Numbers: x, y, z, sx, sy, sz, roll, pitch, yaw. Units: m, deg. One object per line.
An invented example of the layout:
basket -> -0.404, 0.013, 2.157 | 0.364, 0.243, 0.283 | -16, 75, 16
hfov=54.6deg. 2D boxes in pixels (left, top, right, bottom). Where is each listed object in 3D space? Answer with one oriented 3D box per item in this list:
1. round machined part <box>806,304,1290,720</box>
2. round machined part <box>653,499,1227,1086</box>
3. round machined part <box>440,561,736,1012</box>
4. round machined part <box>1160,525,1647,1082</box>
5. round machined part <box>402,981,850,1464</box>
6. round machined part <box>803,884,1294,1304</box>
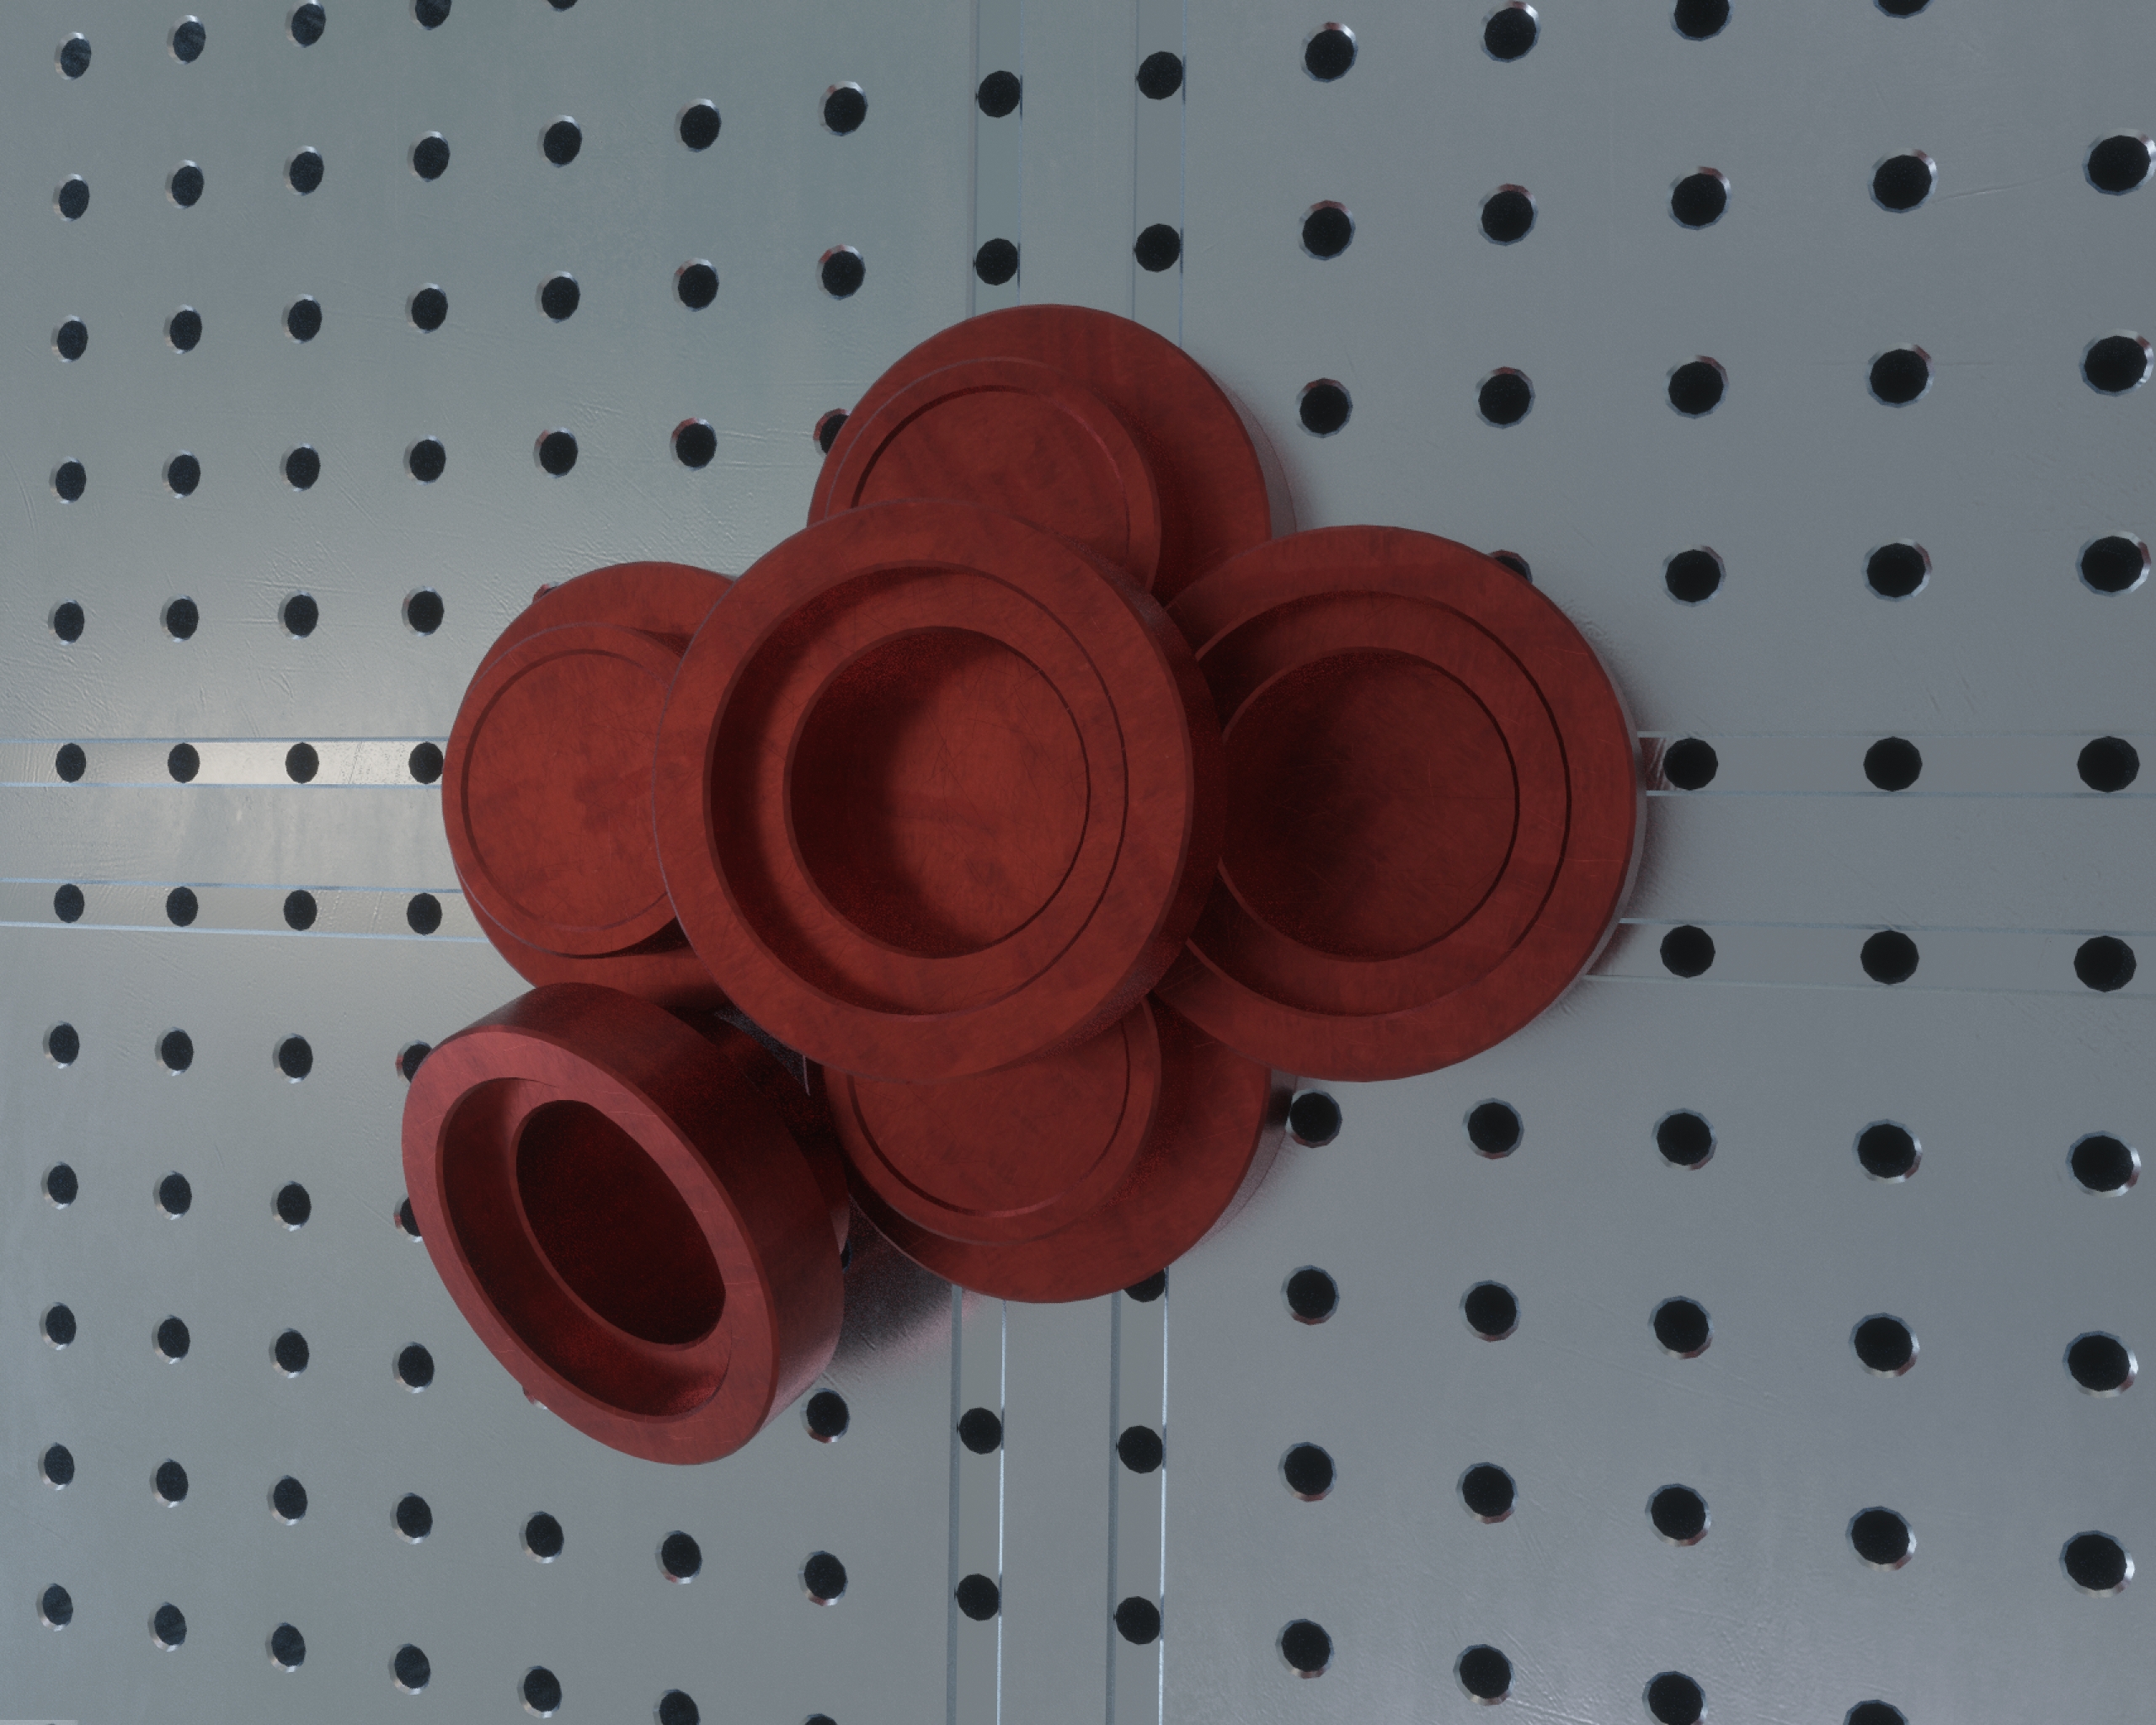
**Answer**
round machined part -> -0.010, -0.060, 0.408 | 0.098, 0.042, 0.097 | 0, 90, 20
round machined part -> -0.021, -0.012, 0.366 | 0.098, 0.042, 0.097 | 0, 90, 20
round machined part -> -0.092, -0.014, 0.437 | 0.098, 0.042, 0.097 | 0, 90, 20
round machined part -> 0.054, -0.010, 0.384 | 0.098, 0.042, 0.097 | 0, 90, 20
round machined part -> -0.085, 0.068, 0.420 | 0.098, 0.042, 0.097 | 15, 120, 28
round machined part -> -0.010, 0.038, 0.407 | 0.098, 0.042, 0.097 | 0, 90, 20
